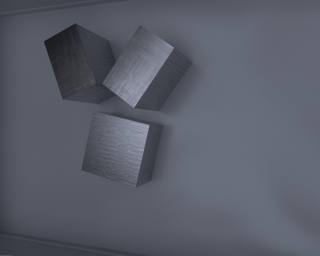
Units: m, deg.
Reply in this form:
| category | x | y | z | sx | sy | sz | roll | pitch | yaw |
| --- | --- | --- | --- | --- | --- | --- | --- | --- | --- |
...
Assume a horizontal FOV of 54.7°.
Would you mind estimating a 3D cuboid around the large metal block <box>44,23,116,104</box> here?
| category | x | y | z | sx | sy | sz | roll | pitch | yaw |
| --- | --- | --- | --- | --- | --- | --- | --- | --- | --- |
| large metal block | -0.097 | -0.081 | 0.416 | 0.050 | 0.080 | 0.080 | -22 | 83 | 19 |

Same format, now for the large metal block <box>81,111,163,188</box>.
| category | x | y | z | sx | sy | sz | roll | pitch | yaw |
| --- | --- | --- | --- | --- | --- | --- | --- | --- | --- |
| large metal block | -0.050 | 0.026 | 0.415 | 0.080 | 0.050 | 0.080 | 14 | 95 | 19 |

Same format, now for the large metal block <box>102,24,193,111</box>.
| category | x | y | z | sx | sy | sz | roll | pitch | yaw |
| --- | --- | --- | --- | --- | --- | --- | --- | --- | --- |
| large metal block | -0.012 | -0.069 | 0.386 | 0.050 | 0.080 | 0.080 | 38 | 102 | 16 |
